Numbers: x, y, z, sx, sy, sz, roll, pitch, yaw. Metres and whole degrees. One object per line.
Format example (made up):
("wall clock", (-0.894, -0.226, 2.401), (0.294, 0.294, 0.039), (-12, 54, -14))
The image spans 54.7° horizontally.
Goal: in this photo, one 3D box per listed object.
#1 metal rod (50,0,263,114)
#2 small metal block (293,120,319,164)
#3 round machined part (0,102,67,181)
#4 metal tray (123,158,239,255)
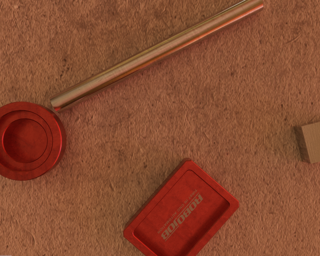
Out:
("metal rod", (-0.004, -0.098, 0.409), (0.301, 0.025, 0.025), (-27, 90, 0))
("small metal block", (0.213, 0.016, 0.412), (0.050, 0.025, 0.050), (-14, 90, 0))
("round machined part", (-0.170, 0.016, 0.400), (0.099, 0.042, 0.097), (0, 90, 0))
("metal tray", (0.027, 0.116, 0.407), (0.090, 0.030, 0.130), (41, 90, 0))
